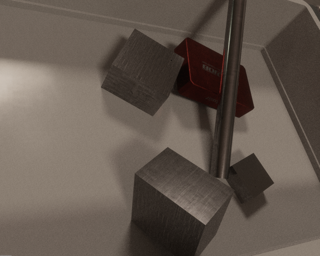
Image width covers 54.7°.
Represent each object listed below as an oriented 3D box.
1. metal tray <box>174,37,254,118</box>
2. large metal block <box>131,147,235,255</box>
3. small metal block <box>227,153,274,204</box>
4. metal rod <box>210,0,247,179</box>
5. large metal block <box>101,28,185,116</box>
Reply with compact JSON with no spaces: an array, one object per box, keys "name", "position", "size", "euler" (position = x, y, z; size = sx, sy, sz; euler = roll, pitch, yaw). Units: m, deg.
[{"name":"metal tray","position":[0.085,-0.076,0.483],"size":[0.131,0.030,0.090],"euler":[17,54,-31]},{"name":"large metal block","position":[0.019,0.080,0.316],"size":[0.080,0.079,0.050],"euler":[32,46,25]},{"name":"small metal block","position":[0.122,0.069,0.432],"size":[0.050,0.025,0.050],"euler":[-21,73,-36]},{"name":"metal rod","position":[0.098,-0.080,0.433],"size":[0.025,0.025,0.298],"euler":[11,81,-23]},{"name":"large metal block","position":[-0.022,-0.076,0.426],"size":[0.080,0.050,0.080],"euler":[29,52,-10]}]
